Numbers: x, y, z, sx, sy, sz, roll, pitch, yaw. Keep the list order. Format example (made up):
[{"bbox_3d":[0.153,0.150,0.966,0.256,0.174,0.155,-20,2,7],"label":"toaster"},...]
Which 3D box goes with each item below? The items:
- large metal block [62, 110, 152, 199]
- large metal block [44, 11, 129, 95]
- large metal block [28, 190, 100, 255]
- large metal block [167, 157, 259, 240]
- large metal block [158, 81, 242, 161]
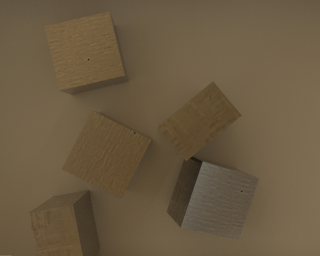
[{"bbox_3d":[-0.064,0.032,0.398,0.080,0.050,0.080,27,90,-1],"label":"large metal block"},{"bbox_3d":[-0.091,-0.093,0.398,0.080,0.050,0.080,-13,90,-1],"label":"large metal block"},{"bbox_3d":[-0.114,0.128,0.383,0.050,0.080,0.080,-11,90,0],"label":"large metal block"},{"bbox_3d":[0.065,0.085,0.389,0.081,0.050,0.080,18,90,-19],"label":"large metal block"},{"bbox_3d":[0.044,-0.008,0.385,0.080,0.080,0.050,-40,90,0],"label":"large metal block"}]
